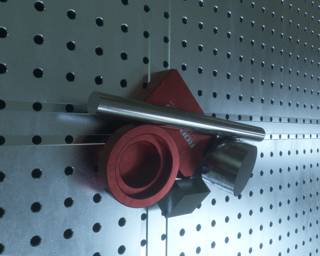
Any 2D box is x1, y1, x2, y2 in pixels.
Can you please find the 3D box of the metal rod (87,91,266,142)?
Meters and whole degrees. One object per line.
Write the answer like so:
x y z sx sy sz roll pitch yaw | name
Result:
0.047 -0.007 0.410 0.302 0.025 0.025 9 84 -40 | metal rod

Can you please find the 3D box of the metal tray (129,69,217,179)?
0.020 -0.004 0.426 0.090 0.030 0.130 -51 120 -28 | metal tray

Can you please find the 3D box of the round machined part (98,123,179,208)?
-0.028 0.042 0.370 0.099 0.042 0.097 -5 99 -34 | round machined part

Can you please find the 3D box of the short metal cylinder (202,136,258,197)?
0.105 0.055 0.464 0.081 0.050 0.079 -36 137 -43 | short metal cylinder

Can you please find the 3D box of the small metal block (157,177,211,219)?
0.032 0.094 0.421 0.050 0.025 0.050 3 131 -41 | small metal block
